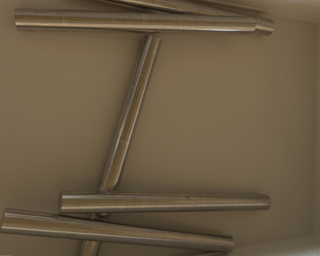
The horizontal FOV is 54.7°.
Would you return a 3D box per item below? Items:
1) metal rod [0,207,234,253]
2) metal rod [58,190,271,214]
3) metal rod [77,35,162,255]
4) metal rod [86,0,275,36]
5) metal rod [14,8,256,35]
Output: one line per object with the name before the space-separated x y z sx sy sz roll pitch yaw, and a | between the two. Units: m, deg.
metal rod | -0.029 0.130 0.379 0.302 0.025 0.025 16 85 -28
metal rod | 0.025 0.097 0.404 0.302 0.025 0.025 7 88 -27
metal rod | -0.051 0.026 0.392 0.025 0.025 0.299 18 84 -20
metal rod | 0.026 -0.162 0.420 0.302 0.025 0.025 4 89 -21
metal rod | -0.017 -0.133 0.392 0.302 0.025 0.025 -4 92 -16
